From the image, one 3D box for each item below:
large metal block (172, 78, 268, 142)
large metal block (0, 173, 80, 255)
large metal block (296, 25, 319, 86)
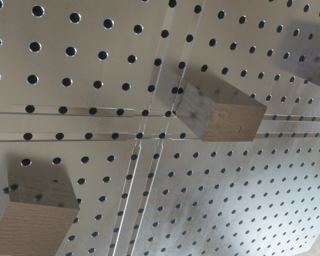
[{"bbox_3d":[0.075,-0.024,0.404,0.081,0.080,0.050,1,118,-30],"label":"large metal block"},{"bbox_3d":[-0.157,0.109,0.377,0.080,0.050,0.080,19,108,-36],"label":"large metal block"},{"bbox_3d":[0.272,-0.109,0.479,0.081,0.050,0.079,-3,120,-28],"label":"large metal block"}]
